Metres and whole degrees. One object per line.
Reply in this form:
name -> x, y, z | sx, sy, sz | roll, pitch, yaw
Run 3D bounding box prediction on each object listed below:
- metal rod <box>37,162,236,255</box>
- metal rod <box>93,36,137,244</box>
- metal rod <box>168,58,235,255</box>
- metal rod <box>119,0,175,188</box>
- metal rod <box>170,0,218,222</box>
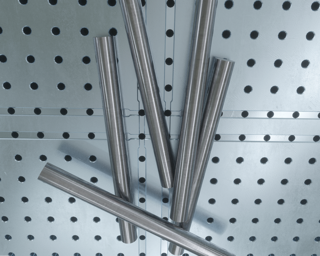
metal rod -> -0.024, 0.127, 0.432 | 0.301, 0.025, 0.025 | 29, 107, -11
metal rod -> -0.058, 0.029, 0.423 | 0.025, 0.025, 0.298 | -4, 110, 1
metal rod -> 0.053, 0.053, 0.433 | 0.025, 0.025, 0.298 | 10, 110, -4
metal rod -> -0.015, -0.058, 0.391 | 0.025, 0.025, 0.298 | -11, 110, 3
metal rod -> 0.041, -0.017, 0.395 | 0.025, 0.025, 0.298 | 5, 106, -3
